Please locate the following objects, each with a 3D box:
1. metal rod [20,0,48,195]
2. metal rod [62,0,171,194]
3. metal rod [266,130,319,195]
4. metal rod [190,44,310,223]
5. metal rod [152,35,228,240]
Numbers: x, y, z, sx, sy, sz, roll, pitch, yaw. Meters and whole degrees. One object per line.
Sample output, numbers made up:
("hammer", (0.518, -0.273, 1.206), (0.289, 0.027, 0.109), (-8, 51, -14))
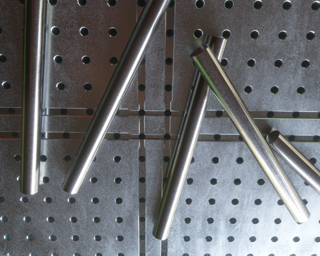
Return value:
("metal rod", (-0.161, -0.049, 0.392), (0.025, 0.025, 0.298), (9, 110, -4))
("metal rod", (-0.060, -0.039, 0.398), (0.025, 0.025, 0.298), (26, 108, -10))
("metal rod", (0.263, 0.107, 0.456), (0.300, 0.025, 0.025), (40, 105, -14))
("metal rod", (0.129, 0.022, 0.408), (0.025, 0.025, 0.300), (-33, 113, 11))
("metal rod", (0.035, 0.026, 0.423), (0.025, 0.025, 0.298), (13, 110, -5))
